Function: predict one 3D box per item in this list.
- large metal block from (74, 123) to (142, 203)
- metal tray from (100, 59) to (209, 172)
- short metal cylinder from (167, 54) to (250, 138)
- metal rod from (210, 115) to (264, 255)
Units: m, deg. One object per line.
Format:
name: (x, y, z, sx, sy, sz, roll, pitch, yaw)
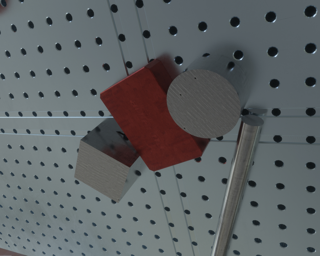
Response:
large metal block: (-0.076, 0.053, 0.466, 0.080, 0.050, 0.079, 28, 128, 10)
metal tray: (-0.007, -0.012, 0.403, 0.090, 0.030, 0.130, -23, 106, 36)
short metal cylinder: (0.054, -0.035, 0.344, 0.080, 0.050, 0.079, 13, 124, 20)
metal rod: (0.097, 0.116, 0.430, 0.025, 0.025, 0.298, 16, 125, 19)
